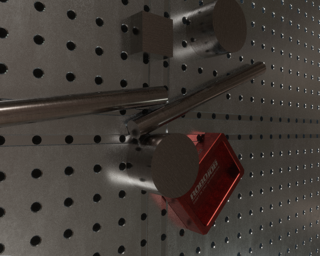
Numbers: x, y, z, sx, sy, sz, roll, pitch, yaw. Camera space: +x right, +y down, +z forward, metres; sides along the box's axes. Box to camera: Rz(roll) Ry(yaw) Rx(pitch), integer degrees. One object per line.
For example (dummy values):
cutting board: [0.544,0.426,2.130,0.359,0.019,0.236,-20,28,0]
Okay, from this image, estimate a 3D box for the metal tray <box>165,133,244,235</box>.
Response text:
metal tray: [0.071,0.080,0.467,0.130,0.030,0.090,-49,119,-29]

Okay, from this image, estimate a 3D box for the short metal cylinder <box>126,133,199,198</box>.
short metal cylinder: [0.004,0.046,0.399,0.081,0.050,0.079,0,90,-40]

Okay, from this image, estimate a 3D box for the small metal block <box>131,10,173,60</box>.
small metal block: [-0.010,-0.118,0.402,0.050,0.025,0.050,0,90,-40]

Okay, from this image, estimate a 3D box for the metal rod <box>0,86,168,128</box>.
metal rod: [-0.112,-0.020,0.316,0.302,0.025,0.025,-12,98,-40]

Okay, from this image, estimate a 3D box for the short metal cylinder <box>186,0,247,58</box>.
short metal cylinder: [0.086,-0.150,0.467,0.081,0.050,0.079,0,90,-40]

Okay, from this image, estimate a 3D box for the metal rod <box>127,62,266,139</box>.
metal rod: [0.075,-0.053,0.474,0.302,0.025,0.025,-27,108,-37]
